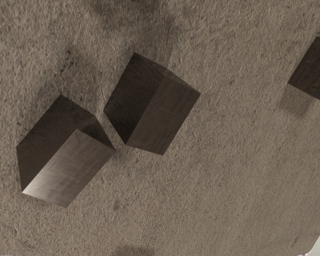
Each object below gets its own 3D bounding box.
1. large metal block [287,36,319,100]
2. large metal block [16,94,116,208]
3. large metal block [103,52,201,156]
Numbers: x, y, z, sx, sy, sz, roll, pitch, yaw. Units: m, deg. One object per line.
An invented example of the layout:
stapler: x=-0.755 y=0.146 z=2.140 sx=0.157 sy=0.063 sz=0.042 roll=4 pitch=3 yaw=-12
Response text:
large metal block: x=0.262 y=-0.085 z=0.485 sx=0.081 sy=0.050 sz=0.080 roll=16 pitch=110 yaw=-35
large metal block: x=-0.103 y=0.023 z=0.330 sx=0.080 sy=0.080 sz=0.050 roll=-49 pitch=129 yaw=6
large metal block: x=-0.013 y=-0.028 z=0.348 sx=0.050 sy=0.080 sz=0.080 roll=20 pitch=108 yaw=-36
